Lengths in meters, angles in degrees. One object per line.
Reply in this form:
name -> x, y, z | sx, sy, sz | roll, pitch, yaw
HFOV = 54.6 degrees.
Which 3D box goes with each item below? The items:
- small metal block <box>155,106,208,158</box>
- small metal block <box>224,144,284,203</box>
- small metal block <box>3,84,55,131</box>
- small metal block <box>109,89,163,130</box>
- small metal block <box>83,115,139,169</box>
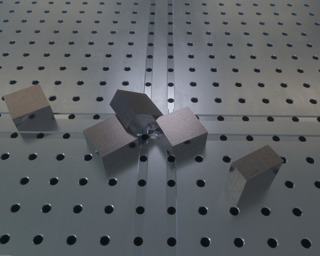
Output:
small metal block -> 0.027, 0.004, 0.404 | 0.050, 0.025, 0.050 | -21, 53, -17
small metal block -> 0.104, 0.052, 0.349 | 0.050, 0.050, 0.025 | -23, 54, -18
small metal block -> -0.182, -0.029, 0.432 | 0.050, 0.025, 0.050 | -24, 54, -19
small metal block -> -0.031, -0.023, 0.412 | 0.050, 0.025, 0.050 | 3, 39, -45
small metal block -> -0.062, 0.016, 0.394 | 0.050, 0.025, 0.050 | -28, 56, -22
